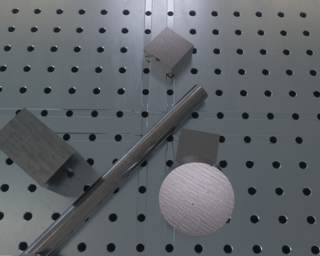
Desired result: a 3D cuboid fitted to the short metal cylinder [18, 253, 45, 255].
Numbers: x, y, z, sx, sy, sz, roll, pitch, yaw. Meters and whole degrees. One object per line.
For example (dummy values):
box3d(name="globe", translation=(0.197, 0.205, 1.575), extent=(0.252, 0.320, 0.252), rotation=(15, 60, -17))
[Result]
box3d(name="short metal cylinder", translation=(-0.142, 0.179, 0.318), extent=(0.081, 0.050, 0.079), rotation=(0, 91, -3))

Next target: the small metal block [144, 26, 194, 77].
box3d(name="small metal block", translation=(0.013, -0.111, 0.452), extent=(0.050, 0.025, 0.050), rotation=(38, 74, 12))

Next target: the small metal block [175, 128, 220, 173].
box3d(name="small metal block", translation=(0.047, 0.031, 0.400), extent=(0.050, 0.025, 0.050), rotation=(10, 70, 3))

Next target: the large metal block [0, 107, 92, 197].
box3d(name="large metal block", translation=(-0.137, 0.032, 0.370), extent=(0.080, 0.080, 0.050), rotation=(37, 74, 12))

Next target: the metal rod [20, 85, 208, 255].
box3d(name="metal rod", translation=(-0.047, 0.051, 0.392), extent=(0.025, 0.025, 0.301), rotation=(42, 75, 13))

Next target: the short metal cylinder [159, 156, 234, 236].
box3d(name="short metal cylinder", translation=(0.041, 0.075, 0.357), extent=(0.080, 0.050, 0.079), rotation=(0, 93, 4))
